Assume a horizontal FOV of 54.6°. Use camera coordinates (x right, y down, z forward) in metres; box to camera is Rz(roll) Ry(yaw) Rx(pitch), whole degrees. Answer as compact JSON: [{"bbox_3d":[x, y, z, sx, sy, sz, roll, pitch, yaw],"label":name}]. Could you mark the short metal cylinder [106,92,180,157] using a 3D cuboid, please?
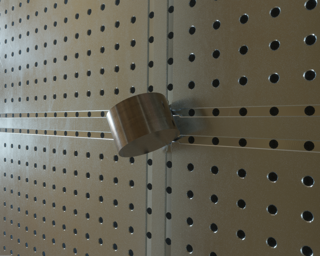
[{"bbox_3d":[-0.021,-0.002,0.391,0.080,0.081,0.050,-35,68,35],"label":"short metal cylinder"}]
